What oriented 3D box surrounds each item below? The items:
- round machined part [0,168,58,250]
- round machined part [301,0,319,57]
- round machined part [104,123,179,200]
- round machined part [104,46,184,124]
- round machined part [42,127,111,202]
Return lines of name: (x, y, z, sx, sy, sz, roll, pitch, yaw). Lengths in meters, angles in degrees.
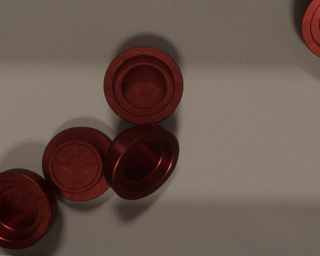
round machined part: (-0.178, 0.099, 0.396, 0.099, 0.042, 0.097, 1, 95, 6)
round machined part: (0.232, -0.138, 0.390, 0.098, 0.042, 0.097, 12, 125, 17)
round machined part: (-0.027, 0.037, 0.385, 0.042, 0.098, 0.098, 35, 90, 41)
round machined part: (-0.020, -0.052, 0.401, 0.099, 0.042, 0.097, 0, 88, -1)
round machined part: (-0.104, 0.047, 0.402, 0.099, 0.042, 0.097, 0, 90, -1)
